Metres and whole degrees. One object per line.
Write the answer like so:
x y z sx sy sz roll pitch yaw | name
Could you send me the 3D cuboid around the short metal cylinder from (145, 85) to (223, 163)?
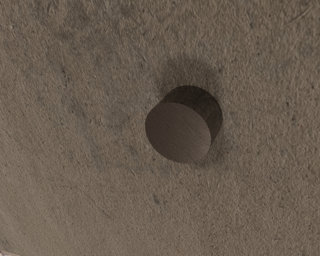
0.029 -0.005 0.371 0.080 0.050 0.079 13 124 20 | short metal cylinder
